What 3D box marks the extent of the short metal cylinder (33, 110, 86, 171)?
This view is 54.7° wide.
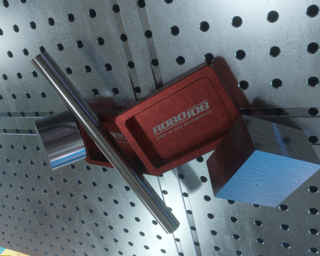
[{"bbox_3d":[-0.149,0.018,0.462,0.080,0.050,0.079,47,149,41],"label":"short metal cylinder"}]

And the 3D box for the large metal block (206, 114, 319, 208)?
[{"bbox_3d":[0.109,0.039,0.339,0.081,0.050,0.079,13,131,-18],"label":"large metal block"}]

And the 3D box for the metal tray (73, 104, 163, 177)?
[{"bbox_3d":[-0.056,0.016,0.447,0.130,0.030,0.089,7,122,24],"label":"metal tray"}]

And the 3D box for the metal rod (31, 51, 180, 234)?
[{"bbox_3d":[-0.068,0.027,0.425,0.025,0.025,0.299,-28,103,37],"label":"metal rod"}]

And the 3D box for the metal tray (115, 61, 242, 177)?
[{"bbox_3d":[0.025,-0.008,0.366,0.130,0.030,0.090,-28,104,20],"label":"metal tray"}]
